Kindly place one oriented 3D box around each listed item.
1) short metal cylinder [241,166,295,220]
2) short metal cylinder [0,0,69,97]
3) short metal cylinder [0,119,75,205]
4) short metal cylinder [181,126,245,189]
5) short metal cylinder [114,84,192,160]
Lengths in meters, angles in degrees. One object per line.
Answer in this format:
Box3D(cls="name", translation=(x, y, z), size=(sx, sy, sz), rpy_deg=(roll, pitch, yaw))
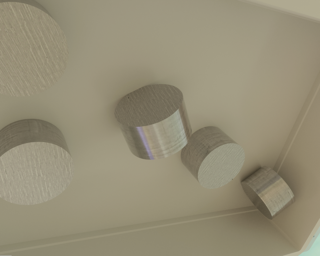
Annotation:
Box3D(cls="short metal cylinder", translation=(0.191, 0.115, 0.552), size=(0.050, 0.080, 0.080), rpy_deg=(-35, 129, -6))
Box3D(cls="short metal cylinder", translation=(-0.128, -0.075, 0.277), size=(0.081, 0.050, 0.079), rpy_deg=(-14, 125, -21))
Box3D(cls="short metal cylinder", translation=(-0.140, 0.037, 0.339), size=(0.081, 0.050, 0.079), rpy_deg=(-14, 125, -21))
Box3D(cls="short metal cylinder", translation=(0.079, 0.044, 0.465), size=(0.081, 0.050, 0.079), rpy_deg=(-14, 125, -21))
Box3D(cls="short metal cylinder", translation=(-0.007, -0.009, 0.365), size=(0.080, 0.080, 0.050), rpy_deg=(-27, 128, -12))
